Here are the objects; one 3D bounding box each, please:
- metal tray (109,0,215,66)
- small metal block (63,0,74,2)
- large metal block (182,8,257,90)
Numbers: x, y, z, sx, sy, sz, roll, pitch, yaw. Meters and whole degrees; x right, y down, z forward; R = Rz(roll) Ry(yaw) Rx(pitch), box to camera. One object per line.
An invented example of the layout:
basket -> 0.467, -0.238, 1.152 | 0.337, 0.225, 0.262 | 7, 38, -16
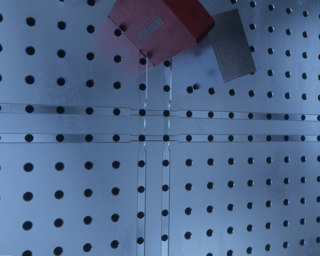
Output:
metal tray -> -0.005, -0.125, 0.356 | 0.090, 0.130, 0.030 | 45, 76, -15
small metal block -> -0.101, -0.187, 0.376 | 0.050, 0.025, 0.050 | -22, 98, -19
large metal block -> 0.072, -0.100, 0.411 | 0.050, 0.080, 0.080 | -22, 98, -19
